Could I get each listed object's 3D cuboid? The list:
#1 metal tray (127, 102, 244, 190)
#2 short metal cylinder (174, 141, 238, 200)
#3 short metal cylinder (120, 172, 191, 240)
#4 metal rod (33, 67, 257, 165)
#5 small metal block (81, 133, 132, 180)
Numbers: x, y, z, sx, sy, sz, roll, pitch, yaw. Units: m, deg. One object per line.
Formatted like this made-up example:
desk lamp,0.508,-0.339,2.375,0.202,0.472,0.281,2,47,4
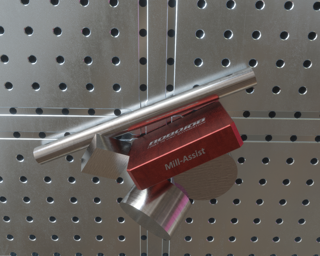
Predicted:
metal tray,0.027,0.018,0.382,0.130,0.090,0.030,-25,108,9
short metal cylinder,0.056,0.048,0.409,0.081,0.050,0.079,-2,119,-4
short metal cylinder,-0.006,0.103,0.411,0.080,0.080,0.050,45,63,-15
metal rod,-0.024,-0.013,0.404,0.301,0.025,0.025,-20,109,7
small metal block,-0.071,0.039,0.410,0.050,0.025,0.050,18,126,-27
